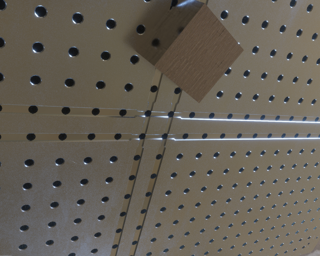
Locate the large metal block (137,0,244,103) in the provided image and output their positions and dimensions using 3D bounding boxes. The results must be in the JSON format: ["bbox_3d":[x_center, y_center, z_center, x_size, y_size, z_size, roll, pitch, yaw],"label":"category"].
[{"bbox_3d":[0.035,-0.089,0.359,0.080,0.050,0.080,34,99,-38],"label":"large metal block"}]
